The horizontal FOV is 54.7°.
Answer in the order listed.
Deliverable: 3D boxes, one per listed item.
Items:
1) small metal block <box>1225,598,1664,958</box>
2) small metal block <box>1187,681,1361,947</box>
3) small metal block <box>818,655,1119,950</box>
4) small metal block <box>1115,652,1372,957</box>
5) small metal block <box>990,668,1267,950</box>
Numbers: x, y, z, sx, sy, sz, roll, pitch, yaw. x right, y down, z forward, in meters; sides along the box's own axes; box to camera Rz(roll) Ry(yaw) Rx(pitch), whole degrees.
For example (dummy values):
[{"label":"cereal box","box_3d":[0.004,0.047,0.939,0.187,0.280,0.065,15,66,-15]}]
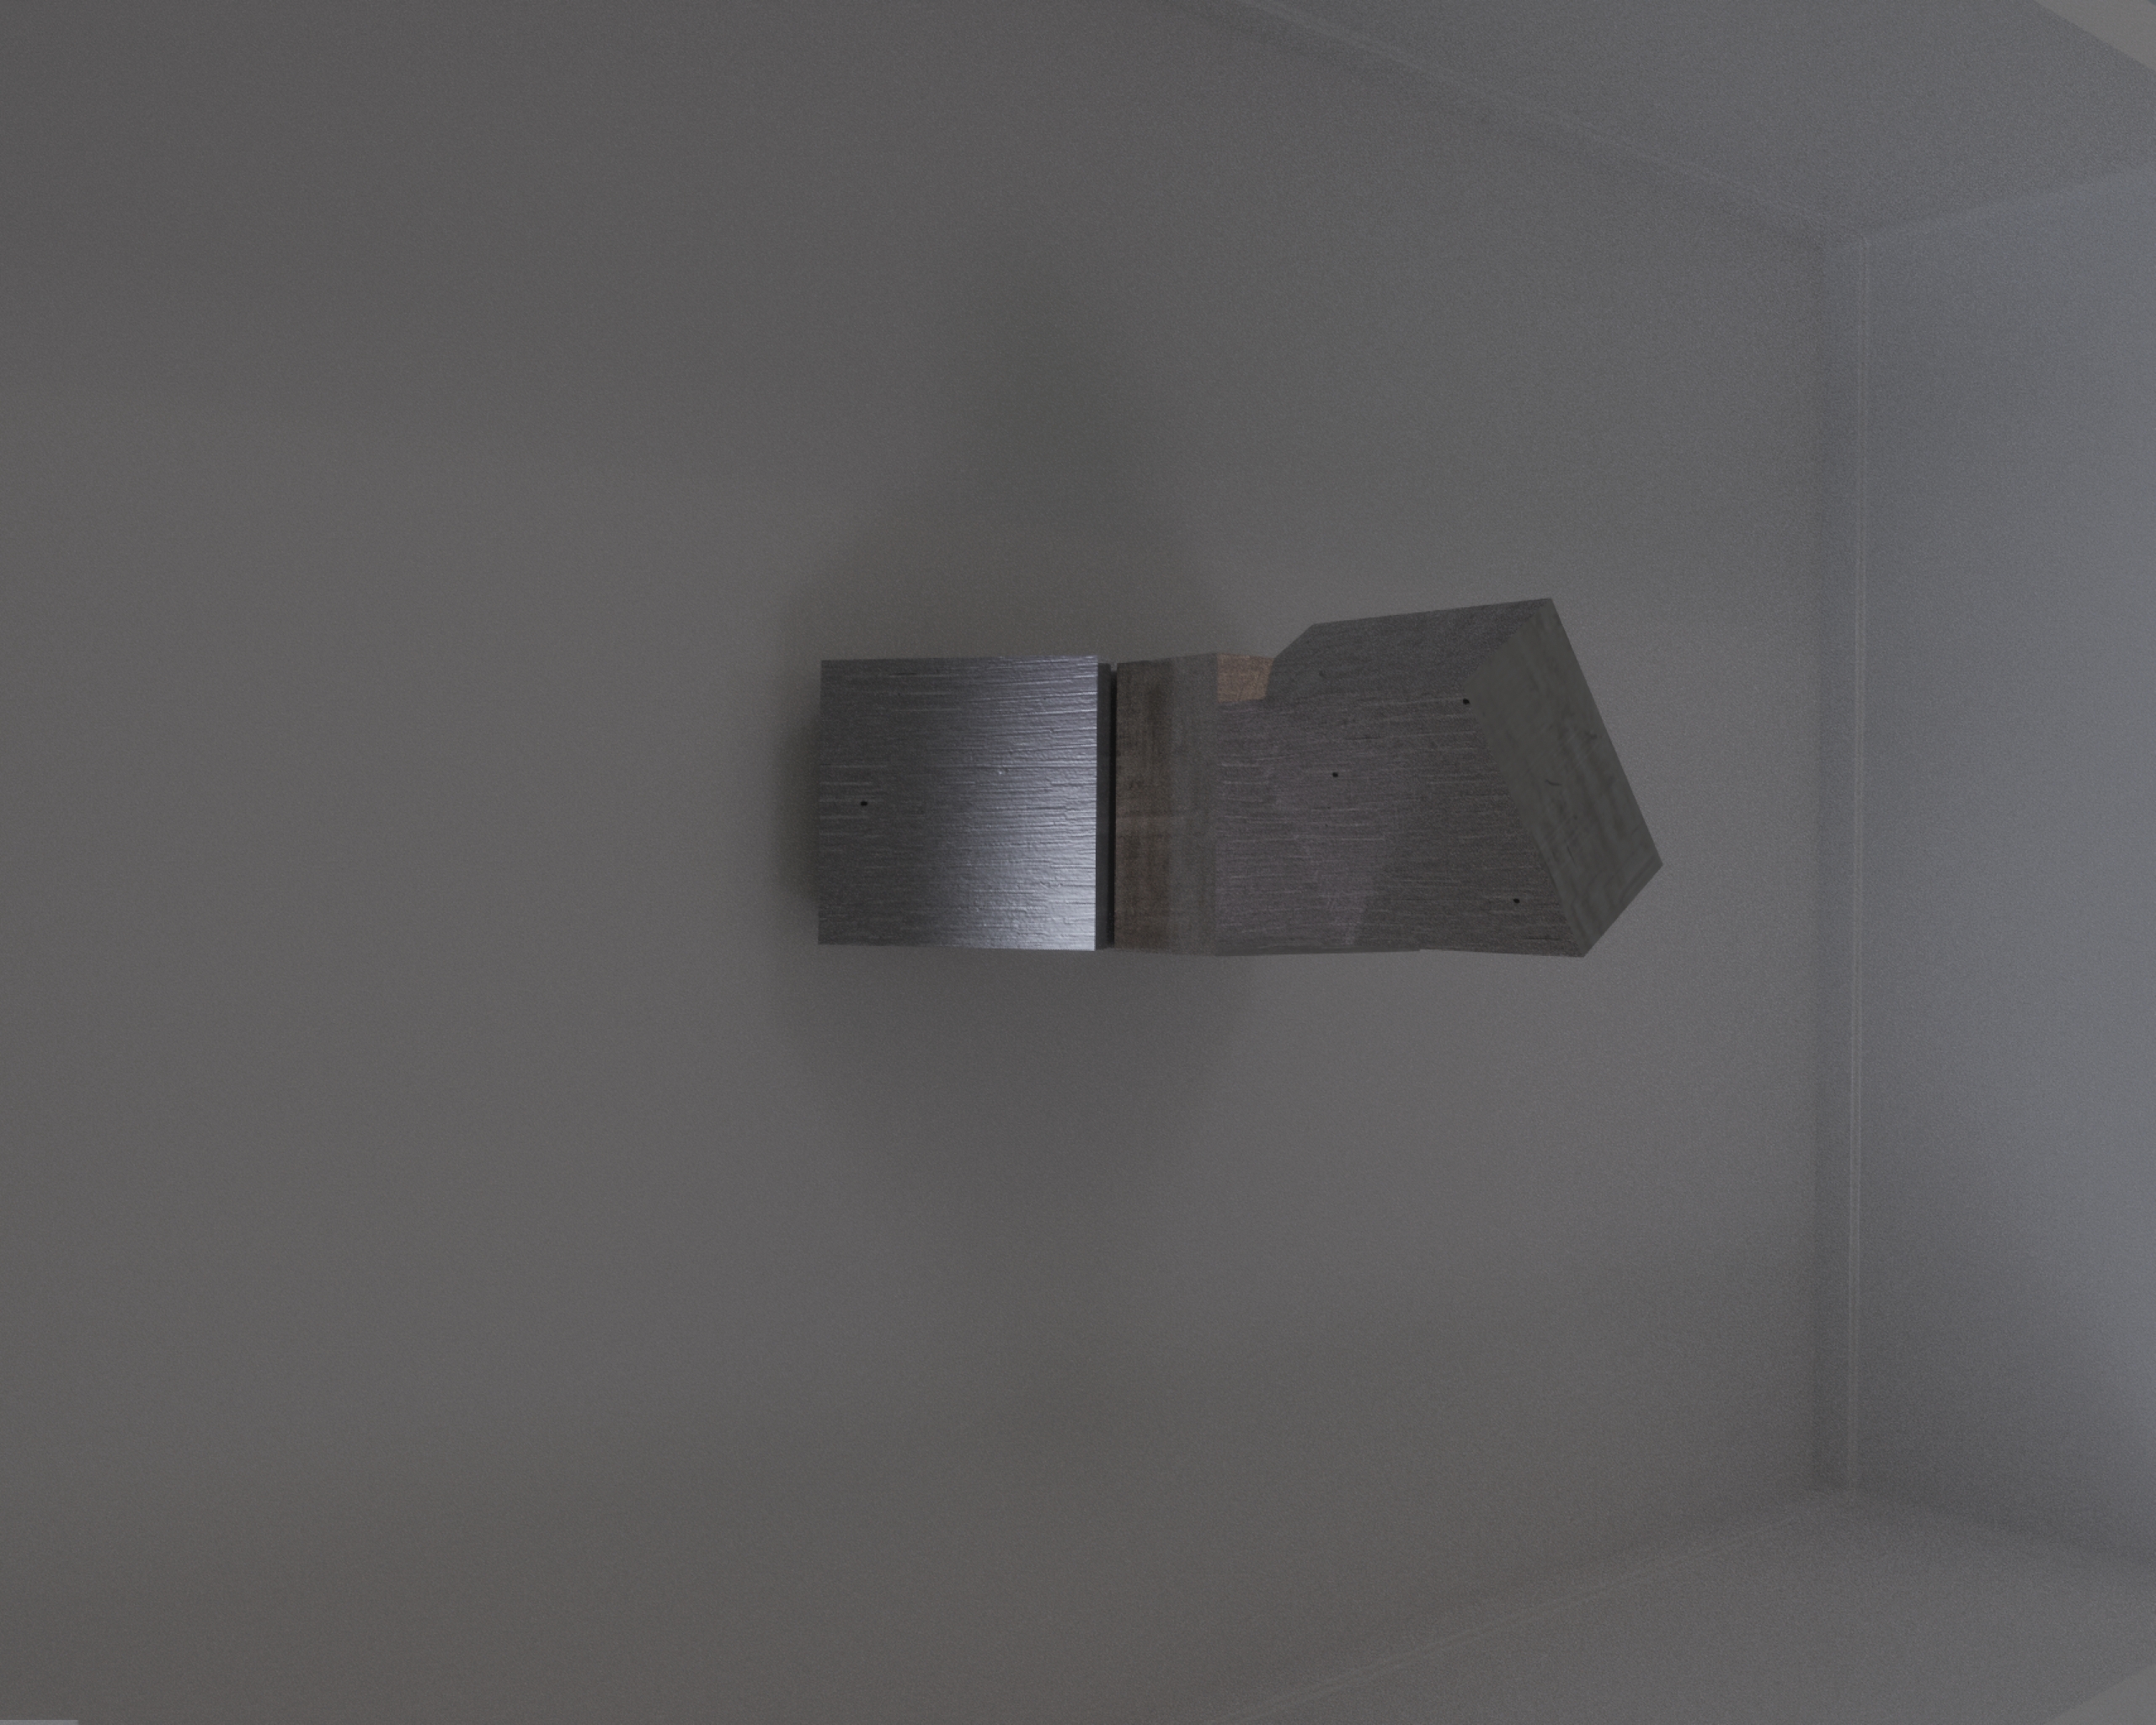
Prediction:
[{"label":"small metal block","box_3d":[0.059,-0.013,0.339,0.025,0.050,0.050,-42,116,-31]},{"label":"small metal block","box_3d":[0.038,-0.009,0.417,0.025,0.050,0.050,1,90,-6]},{"label":"small metal block","box_3d":[-0.017,-0.010,0.370,0.025,0.050,0.050,2,89,-74]},{"label":"small metal block","box_3d":[0.034,-0.009,0.366,0.050,0.025,0.050,1,89,-40]},{"label":"small metal block","box_3d":[0.009,-0.009,0.395,0.025,0.050,0.050,1,89,-40]}]
